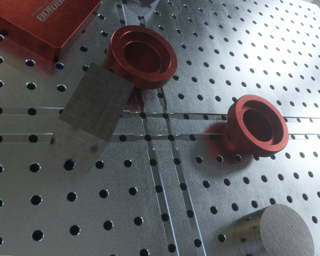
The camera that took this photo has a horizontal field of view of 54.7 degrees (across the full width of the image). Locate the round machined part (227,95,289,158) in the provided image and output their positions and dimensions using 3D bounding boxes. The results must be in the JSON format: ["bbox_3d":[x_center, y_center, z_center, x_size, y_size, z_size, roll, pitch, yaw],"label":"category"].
[{"bbox_3d":[0.143,0.001,0.474,0.099,0.042,0.098,14,56,-21],"label":"round machined part"}]

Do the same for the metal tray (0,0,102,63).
[{"bbox_3d":[-0.148,-0.158,0.421,0.090,0.030,0.130,29,52,-10],"label":"metal tray"}]

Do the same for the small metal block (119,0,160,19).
[{"bbox_3d":[-0.034,-0.220,0.524,0.050,0.025,0.050,39,51,-2],"label":"small metal block"}]

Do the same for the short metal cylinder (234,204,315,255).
[{"bbox_3d":[0.139,0.140,0.382,0.081,0.050,0.080,14,56,-21],"label":"short metal cylinder"}]

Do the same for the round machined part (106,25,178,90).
[{"bbox_3d":[-0.028,-0.095,0.440,0.099,0.042,0.098,14,56,-21],"label":"round machined part"}]

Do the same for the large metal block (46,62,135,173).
[{"bbox_3d":[-0.076,-0.009,0.337,0.050,0.080,0.080,27,53,-12],"label":"large metal block"}]
